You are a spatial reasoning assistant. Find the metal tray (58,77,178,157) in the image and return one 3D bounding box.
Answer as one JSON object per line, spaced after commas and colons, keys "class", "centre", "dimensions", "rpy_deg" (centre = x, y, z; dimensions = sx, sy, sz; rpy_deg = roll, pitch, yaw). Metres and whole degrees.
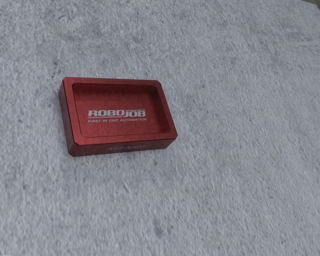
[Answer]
{"class": "metal tray", "centre": [-0.051, -0.016, 0.384], "dimensions": [0.131, 0.030, 0.090], "rpy_deg": [-3, 63, -30]}
